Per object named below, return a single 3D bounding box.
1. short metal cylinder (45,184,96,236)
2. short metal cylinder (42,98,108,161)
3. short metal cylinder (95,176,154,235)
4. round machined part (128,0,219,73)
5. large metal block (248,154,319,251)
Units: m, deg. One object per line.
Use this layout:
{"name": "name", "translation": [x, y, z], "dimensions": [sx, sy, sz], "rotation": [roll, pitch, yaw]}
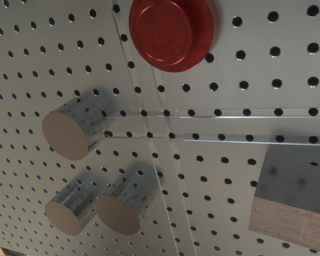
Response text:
{"name": "short metal cylinder", "translation": [-0.165, 0.152, 0.576], "dimensions": [0.080, 0.050, 0.079], "rotation": [13, 124, 21]}
{"name": "short metal cylinder", "translation": [-0.126, 0.002, 0.463], "dimensions": [0.080, 0.050, 0.079], "rotation": [13, 124, 21]}
{"name": "short metal cylinder", "translation": [-0.056, 0.126, 0.503], "dimensions": [0.080, 0.050, 0.079], "rotation": [13, 124, 21]}
{"name": "round machined part", "translation": [0.009, -0.105, 0.330], "dimensions": [0.098, 0.042, 0.097], "rotation": [13, 124, 21]}
{"name": "large metal block", "translation": [0.150, 0.080, 0.346], "dimensions": [0.080, 0.080, 0.050], "rotation": [12, 124, 21]}
